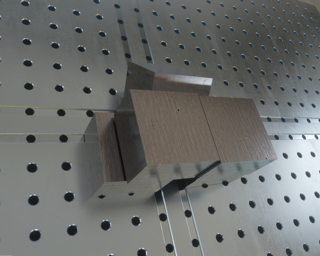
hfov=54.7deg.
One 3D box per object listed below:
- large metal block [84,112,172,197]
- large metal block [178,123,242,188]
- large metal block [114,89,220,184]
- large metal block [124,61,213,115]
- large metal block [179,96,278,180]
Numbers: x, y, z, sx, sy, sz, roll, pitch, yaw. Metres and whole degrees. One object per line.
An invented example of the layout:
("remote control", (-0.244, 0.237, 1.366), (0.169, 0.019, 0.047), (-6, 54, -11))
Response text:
("large metal block", (-0.037, 0.030, 0.356), (0.081, 0.050, 0.080), (1, 61, -28))
("large metal block", (0.067, 0.029, 0.411), (0.081, 0.050, 0.080), (-1, 62, -29))
("large metal block", (0.005, 0.009, 0.323), (0.081, 0.050, 0.080), (0, 62, -29))
("large metal block", (0.008, -0.052, 0.403), (0.081, 0.050, 0.080), (0, 20, -29))
("large metal block", (0.077, 0.011, 0.362), (0.081, 0.050, 0.080), (0, 62, -29))
